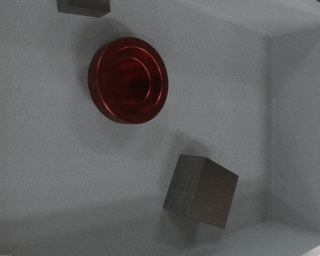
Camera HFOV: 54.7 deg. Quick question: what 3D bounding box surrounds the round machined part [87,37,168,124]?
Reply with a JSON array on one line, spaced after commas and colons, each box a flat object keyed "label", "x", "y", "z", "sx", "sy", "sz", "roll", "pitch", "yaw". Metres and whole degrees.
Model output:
[{"label": "round machined part", "x": -0.040, "y": -0.053, "z": 0.363, "sx": 0.099, "sy": 0.042, "sz": 0.097, "roll": 0, "pitch": 90, "yaw": -40}]

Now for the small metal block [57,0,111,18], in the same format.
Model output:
[{"label": "small metal block", "x": -0.084, "y": -0.152, "z": 0.337, "sx": 0.050, "sy": 0.025, "sz": 0.050, "roll": -8, "pitch": 95, "yaw": -40}]

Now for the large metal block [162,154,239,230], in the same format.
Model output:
[{"label": "large metal block", "x": 0.060, "y": 0.091, "z": 0.443, "sx": 0.080, "sy": 0.050, "sz": 0.080, "roll": 31, "pitch": 71, "yaw": -36}]
